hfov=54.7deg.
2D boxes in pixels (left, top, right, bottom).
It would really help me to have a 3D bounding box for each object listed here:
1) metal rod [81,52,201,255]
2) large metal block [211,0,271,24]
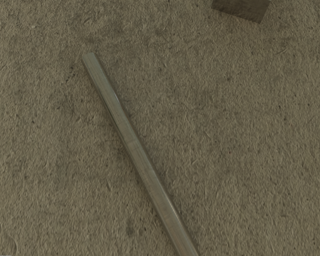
[{"bbox_3d":[-0.033,0.025,0.398,0.025,0.025,0.299,-26,72,-9],"label":"metal rod"},{"bbox_3d":[0.134,-0.219,0.476,0.080,0.050,0.080,21,71,7],"label":"large metal block"}]
